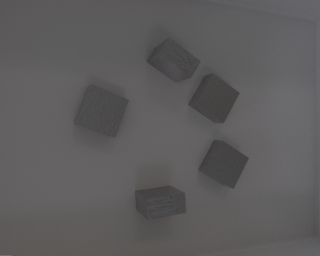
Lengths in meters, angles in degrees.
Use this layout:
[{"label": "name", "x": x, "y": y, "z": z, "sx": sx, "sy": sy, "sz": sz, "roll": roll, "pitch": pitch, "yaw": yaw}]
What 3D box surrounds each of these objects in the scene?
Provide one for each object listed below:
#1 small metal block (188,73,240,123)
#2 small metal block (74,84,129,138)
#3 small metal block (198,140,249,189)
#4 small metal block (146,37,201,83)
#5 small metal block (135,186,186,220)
[{"label": "small metal block", "x": 0.076, "y": -0.041, "z": 0.438, "sx": 0.050, "sy": 0.025, "sz": 0.050, "roll": 33, "pitch": 79, "yaw": -17}, {"label": "small metal block", "x": -0.073, "y": -0.020, "z": 0.384, "sx": 0.050, "sy": 0.025, "sz": 0.050, "roll": 22, "pitch": 83, "yaw": -19}, {"label": "small metal block", "x": 0.091, "y": 0.052, "z": 0.444, "sx": 0.050, "sy": 0.025, "sz": 0.050, "roll": 32, "pitch": 79, "yaw": -17}, {"label": "small metal block", "x": 0.017, "y": -0.086, "z": 0.403, "sx": 0.050, "sy": 0.050, "sz": 0.025, "roll": 33, "pitch": 79, "yaw": -17}, {"label": "small metal block", "x": 0.000, "y": 0.094, "z": 0.397, "sx": 0.050, "sy": 0.050, "sz": 0.025, "roll": -4, "pitch": 92, "yaw": -20}]
